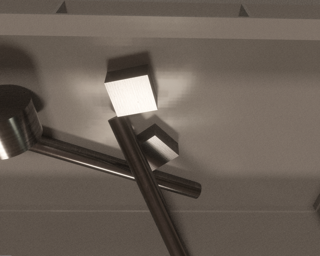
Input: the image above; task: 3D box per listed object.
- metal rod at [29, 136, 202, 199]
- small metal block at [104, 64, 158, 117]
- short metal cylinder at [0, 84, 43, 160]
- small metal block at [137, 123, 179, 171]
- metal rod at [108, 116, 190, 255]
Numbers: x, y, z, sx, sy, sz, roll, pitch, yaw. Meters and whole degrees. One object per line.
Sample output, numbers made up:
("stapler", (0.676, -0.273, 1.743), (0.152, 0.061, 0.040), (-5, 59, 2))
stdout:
("metal rod", (-0.076, 0.053, 0.453), (0.302, 0.025, 0.025), (19, 127, -17))
("small metal block", (-0.033, -0.044, 0.371), (0.050, 0.025, 0.050), (-10, 130, 7))
("short metal cylinder", (-0.186, -0.008, 0.363), (0.081, 0.080, 0.050), (-1, 130, 0))
("small metal block", (-0.009, 0.028, 0.433), (0.050, 0.025, 0.050), (-33, 123, 25))
("metal rod", (0.003, 0.121, 0.421), (0.025, 0.025, 0.299), (-20, 101, 16))
